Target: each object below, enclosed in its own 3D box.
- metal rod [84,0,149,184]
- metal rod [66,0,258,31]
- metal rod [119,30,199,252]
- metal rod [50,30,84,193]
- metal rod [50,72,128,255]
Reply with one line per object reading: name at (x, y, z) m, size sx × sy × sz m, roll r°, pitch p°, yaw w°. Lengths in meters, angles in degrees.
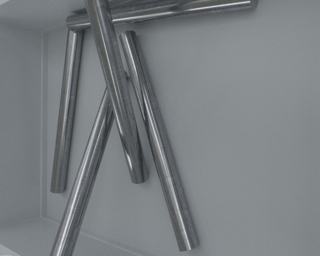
metal rod at (-0.054, -0.062, 0.371) m, size 0.025 × 0.025 × 0.298 m, roll 11°, pitch 122°, yaw 39°
metal rod at (-0.021, -0.154, 0.413) m, size 0.300 × 0.025 × 0.025 m, roll 7°, pitch 95°, yaw 36°
metal rod at (-0.005, 0.007, 0.411) m, size 0.025 × 0.025 × 0.299 m, roll -26°, pitch 73°, yaw 37°
metal rod at (-0.163, -0.032, 0.541) m, size 0.025 × 0.025 × 0.298 m, roll 15°, pitch 99°, yaw 39°
metal rod at (-0.093, 0.054, 0.404) m, size 0.025 × 0.025 × 0.299 m, roll -6°, pitch 61°, yaw 40°
